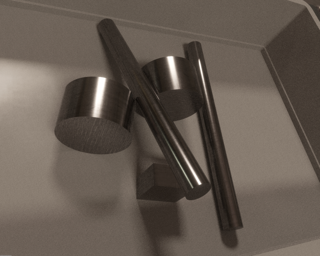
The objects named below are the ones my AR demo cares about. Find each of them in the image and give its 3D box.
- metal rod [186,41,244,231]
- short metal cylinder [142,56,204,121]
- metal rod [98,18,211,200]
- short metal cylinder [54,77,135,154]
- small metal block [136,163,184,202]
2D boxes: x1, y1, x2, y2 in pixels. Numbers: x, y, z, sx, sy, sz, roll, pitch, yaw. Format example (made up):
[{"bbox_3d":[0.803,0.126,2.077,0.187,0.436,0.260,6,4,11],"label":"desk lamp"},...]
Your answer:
[{"bbox_3d":[0.073,-0.007,0.451,0.025,0.025,0.299,7,58,-25],"label":"metal rod"},{"bbox_3d":[0.012,-0.049,0.408,0.081,0.080,0.050,4,60,-26],"label":"short metal cylinder"},{"bbox_3d":[-0.022,-0.047,0.365,0.025,0.025,0.300,-2,45,-30],"label":"metal rod"},{"bbox_3d":[-0.069,-0.011,0.341,0.081,0.080,0.050,15,56,-21],"label":"short metal cylinder"},{"bbox_3d":[0.006,0.064,0.355,0.050,0.050,0.025,11,57,-23],"label":"small metal block"}]
